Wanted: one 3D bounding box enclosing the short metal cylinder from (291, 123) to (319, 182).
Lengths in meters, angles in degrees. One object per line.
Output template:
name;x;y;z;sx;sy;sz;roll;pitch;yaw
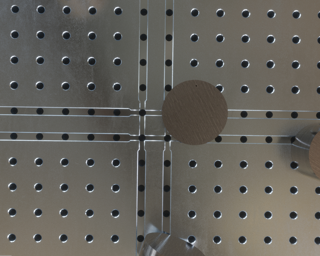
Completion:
short metal cylinder;0.222;0.033;0.404;0.081;0.050;0.079;0;90;-1

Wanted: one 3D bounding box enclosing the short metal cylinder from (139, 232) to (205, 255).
short metal cylinder;0.011;0.173;0.386;0.080;0.080;0.050;19;90;-1

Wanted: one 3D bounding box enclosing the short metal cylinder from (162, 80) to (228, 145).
short metal cylinder;0.042;-0.019;0.401;0.081;0.050;0.079;0;90;-1
